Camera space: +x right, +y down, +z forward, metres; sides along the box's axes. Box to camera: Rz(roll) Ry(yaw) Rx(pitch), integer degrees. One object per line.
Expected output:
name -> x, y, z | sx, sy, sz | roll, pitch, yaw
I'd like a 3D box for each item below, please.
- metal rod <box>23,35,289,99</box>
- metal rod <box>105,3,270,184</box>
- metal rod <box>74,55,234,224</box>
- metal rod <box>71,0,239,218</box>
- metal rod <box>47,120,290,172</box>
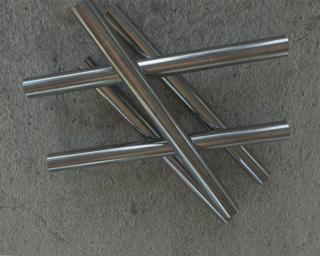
metal rod -> -0.007, -0.070, 0.359 | 0.302, 0.025, 0.025 | -9, 110, 2
metal rod -> 0.043, -0.033, 0.399 | 0.025, 0.025, 0.300 | -41, 106, 13
metal rod -> 0.002, 0.026, 0.420 | 0.025, 0.025, 0.300 | -39, 106, 13
metal rod -> 0.006, -0.009, 0.355 | 0.025, 0.025, 0.299 | -33, 107, 11
metal rod -> 0.009, 0.024, 0.394 | 0.302, 0.025, 0.025 | -8, 110, 2
